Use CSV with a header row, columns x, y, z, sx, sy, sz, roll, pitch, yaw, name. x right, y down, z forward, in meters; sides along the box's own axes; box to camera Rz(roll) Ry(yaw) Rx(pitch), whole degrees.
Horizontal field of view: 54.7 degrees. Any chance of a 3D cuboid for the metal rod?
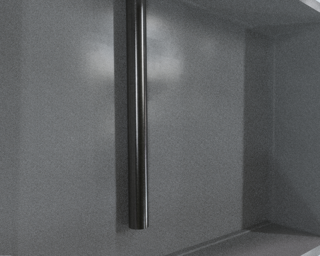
x,y,z,sx,sy,sz,roll,pitch,yaw,name
-0.028,-0.027,0.384,0.025,0.025,0.298,-1,91,-40,metal rod
